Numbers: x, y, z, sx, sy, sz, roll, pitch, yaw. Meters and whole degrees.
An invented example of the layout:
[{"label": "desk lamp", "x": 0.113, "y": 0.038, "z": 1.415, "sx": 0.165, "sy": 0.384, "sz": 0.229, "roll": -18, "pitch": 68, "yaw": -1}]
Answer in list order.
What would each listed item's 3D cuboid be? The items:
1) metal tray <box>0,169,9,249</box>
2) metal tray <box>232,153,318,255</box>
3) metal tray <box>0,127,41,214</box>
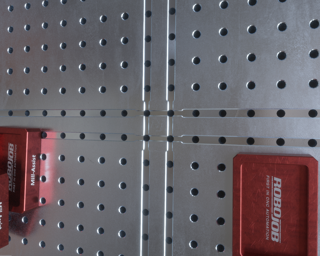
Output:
[{"label": "metal tray", "x": -0.275, "y": 0.117, "z": 0.483, "sx": 0.090, "sy": 0.030, "sz": 0.129, "roll": 20, "pitch": 111, "yaw": 30}, {"label": "metal tray", "x": 0.133, "y": 0.095, "z": 0.362, "sx": 0.090, "sy": 0.030, "sz": 0.129, "roll": 0, "pitch": 90, "yaw": 20}, {"label": "metal tray", "x": -0.239, "y": 0.063, "z": 0.495, "sx": 0.090, "sy": 0.030, "sz": 0.129, "roll": 3, "pitch": 91, "yaw": 20}]
